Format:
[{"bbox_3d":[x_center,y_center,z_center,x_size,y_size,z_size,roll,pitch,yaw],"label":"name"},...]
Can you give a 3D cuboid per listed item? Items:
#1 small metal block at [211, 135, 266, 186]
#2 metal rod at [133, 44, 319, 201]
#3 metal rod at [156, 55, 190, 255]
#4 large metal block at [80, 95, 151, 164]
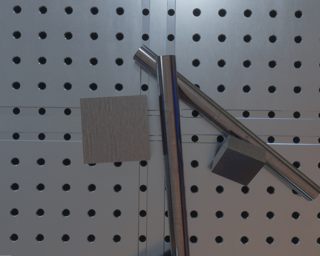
[{"bbox_3d":[0.101,0.043,0.401,0.050,0.025,0.050,22,132,0],"label":"small metal block"},{"bbox_3d":[0.089,-0.007,0.413,0.300,0.025,0.025,39,90,0],"label":"metal rod"},{"bbox_3d":[0.019,0.059,0.399,0.025,0.025,0.298,-5,96,0],"label":"metal rod"},{"bbox_3d":[-0.054,0.001,0.400,0.080,0.050,0.080,-3,90,0],"label":"large metal block"}]
